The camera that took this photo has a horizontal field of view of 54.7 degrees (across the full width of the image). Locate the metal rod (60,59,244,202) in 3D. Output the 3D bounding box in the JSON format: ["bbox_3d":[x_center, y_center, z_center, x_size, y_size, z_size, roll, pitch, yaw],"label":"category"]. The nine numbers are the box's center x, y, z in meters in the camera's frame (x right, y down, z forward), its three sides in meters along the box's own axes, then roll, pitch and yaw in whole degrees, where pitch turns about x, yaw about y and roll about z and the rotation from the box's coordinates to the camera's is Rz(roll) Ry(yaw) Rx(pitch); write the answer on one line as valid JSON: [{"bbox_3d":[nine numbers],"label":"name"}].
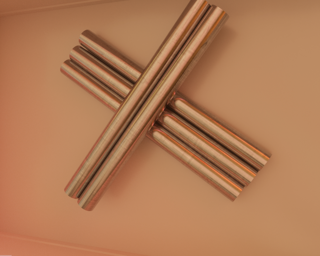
[{"bbox_3d":[-0.021,-0.005,0.416,0.300,0.025,0.025,36,102,16],"label":"metal rod"}]

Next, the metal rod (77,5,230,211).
[{"bbox_3d":[-0.015,-0.016,0.388,0.025,0.025,0.299,39,102,16],"label":"metal rod"}]

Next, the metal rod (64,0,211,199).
[{"bbox_3d":[-0.035,-0.030,0.395,0.025,0.025,0.299,39,102,16],"label":"metal rod"}]

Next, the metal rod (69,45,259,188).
[{"bbox_3d":[-0.006,-0.024,0.411,0.300,0.025,0.025,36,102,16],"label":"metal rod"}]

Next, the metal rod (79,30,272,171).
[{"bbox_3d":[0.009,-0.045,0.406,0.300,0.025,0.025,36,102,16],"label":"metal rod"}]
